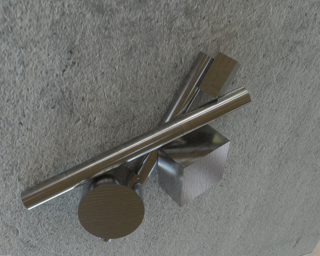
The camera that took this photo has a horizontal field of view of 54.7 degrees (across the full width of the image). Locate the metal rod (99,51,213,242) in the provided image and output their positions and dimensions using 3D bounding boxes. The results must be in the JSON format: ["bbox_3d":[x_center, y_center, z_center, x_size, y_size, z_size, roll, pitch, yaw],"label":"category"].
[{"bbox_3d":[-0.011,0.036,0.424,0.025,0.025,0.298,19,109,-36],"label":"metal rod"}]

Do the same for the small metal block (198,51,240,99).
[{"bbox_3d":[0.077,-0.066,0.393,0.050,0.025,0.050,-61,167,15],"label":"small metal block"}]

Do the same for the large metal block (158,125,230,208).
[{"bbox_3d":[0.045,0.049,0.428,0.081,0.050,0.079,-27,138,-27],"label":"large metal block"}]

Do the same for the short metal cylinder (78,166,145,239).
[{"bbox_3d":[-0.062,0.094,0.400,0.081,0.050,0.079,-2,110,-6],"label":"short metal cylinder"}]

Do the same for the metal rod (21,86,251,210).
[{"bbox_3d":[-0.026,0.023,0.386,0.301,0.025,0.025,-26,128,-4],"label":"metal rod"}]
